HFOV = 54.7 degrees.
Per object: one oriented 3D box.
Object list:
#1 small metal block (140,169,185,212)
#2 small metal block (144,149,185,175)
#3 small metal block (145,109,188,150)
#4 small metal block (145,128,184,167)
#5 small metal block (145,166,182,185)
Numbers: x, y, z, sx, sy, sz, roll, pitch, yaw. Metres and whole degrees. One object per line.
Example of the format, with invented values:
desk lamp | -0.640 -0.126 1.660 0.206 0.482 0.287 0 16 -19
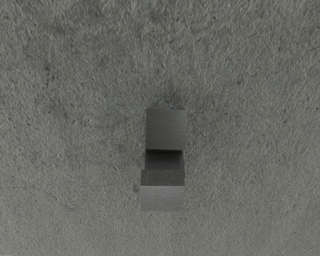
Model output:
small metal block | 0.003 0.076 0.375 0.050 0.025 0.050 1 130 -1
small metal block | 0.005 0.053 0.404 0.050 0.050 0.025 2 130 -2
small metal block | 0.008 0.001 0.394 0.050 0.025 0.050 2 94 -2
small metal block | 0.005 0.028 0.433 0.050 0.025 0.050 2 130 -2
small metal block | 0.004 0.069 0.451 0.050 0.025 0.050 2 171 -2
